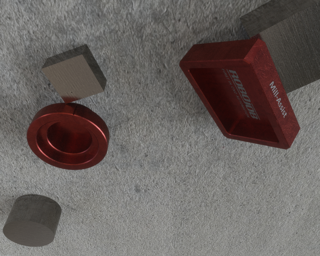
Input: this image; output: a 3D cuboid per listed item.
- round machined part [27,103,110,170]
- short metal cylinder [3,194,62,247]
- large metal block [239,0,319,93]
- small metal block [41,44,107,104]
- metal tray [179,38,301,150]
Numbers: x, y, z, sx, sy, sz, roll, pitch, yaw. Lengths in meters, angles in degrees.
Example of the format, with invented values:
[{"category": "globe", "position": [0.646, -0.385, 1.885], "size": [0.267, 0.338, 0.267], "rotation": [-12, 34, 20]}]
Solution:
[{"category": "round machined part", "position": [-0.115, 0.006, 0.400], "size": [0.099, 0.042, 0.097], "rotation": [0, 130, 0]}, {"category": "short metal cylinder", "position": [-0.213, 0.157, 0.522], "size": [0.081, 0.050, 0.079], "rotation": [0, 130, 0]}, {"category": "large metal block", "position": [0.139, -0.090, 0.315], "size": [0.080, 0.050, 0.080], "rotation": [-26, 126, 20]}, {"category": "small metal block", "position": [-0.096, -0.061, 0.354], "size": [0.050, 0.025, 0.050], "rotation": [-16, 129, 13]}, {"category": "metal tray", "position": [0.089, -0.034, 0.341], "size": [0.090, 0.030, 0.130], "rotation": [11, 148, 49]}]
